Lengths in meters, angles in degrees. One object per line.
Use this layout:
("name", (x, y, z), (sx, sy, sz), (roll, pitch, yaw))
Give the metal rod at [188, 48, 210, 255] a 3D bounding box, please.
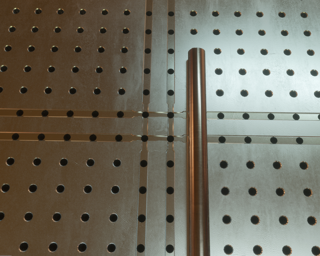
("metal rod", (0.049, 0.030, 0.400), (0.025, 0.025, 0.299), (2, 70, 1))
